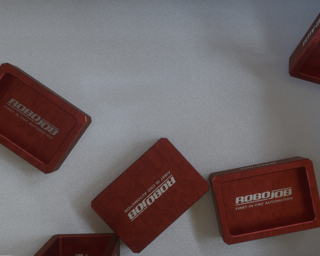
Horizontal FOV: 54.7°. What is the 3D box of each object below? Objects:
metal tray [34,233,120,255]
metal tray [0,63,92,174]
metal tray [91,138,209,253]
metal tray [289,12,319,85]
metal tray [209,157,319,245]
[{"bbox_3d":[-0.100,0.159,0.358,0.091,0.130,0.030,-1,90,0],"label":"metal tray"},{"bbox_3d":[-0.170,-0.012,0.407,0.130,0.030,0.090,34,90,0],"label":"metal tray"},{"bbox_3d":[-0.012,0.086,0.409,0.130,0.030,0.090,-42,90,0],"label":"metal tray"},{"bbox_3d":[0.223,-0.103,0.362,0.090,0.129,0.030,16,57,1],"label":"metal tray"},{"bbox_3d":[0.138,0.094,0.409,0.131,0.030,0.089,-11,90,0],"label":"metal tray"}]
